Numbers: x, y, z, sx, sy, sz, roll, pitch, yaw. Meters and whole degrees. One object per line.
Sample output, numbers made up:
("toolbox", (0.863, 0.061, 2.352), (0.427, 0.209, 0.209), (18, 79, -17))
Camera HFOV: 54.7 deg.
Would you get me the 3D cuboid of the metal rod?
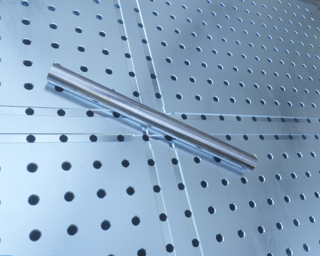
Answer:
("metal rod", (0.000, -0.008, 0.415), (0.302, 0.025, 0.025), (24, 53, -14))
